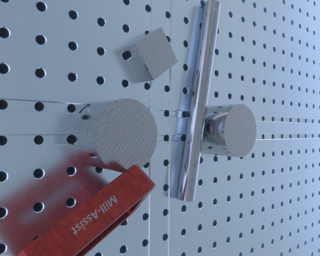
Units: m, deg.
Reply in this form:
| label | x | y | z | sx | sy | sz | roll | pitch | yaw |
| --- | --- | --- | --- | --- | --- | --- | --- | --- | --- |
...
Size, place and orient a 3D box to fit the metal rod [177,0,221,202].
| label | x | y | z | sx | sy | sz | roll | pitch | yaw |
| --- | --- | --- | --- | --- | --- | --- | --- | --- | --- |
| metal rod | 0.059 | -0.044 | 0.458 | 0.025 | 0.025 | 0.298 | 15 | 81 | -39 |

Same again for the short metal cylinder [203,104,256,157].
| label | x | y | z | sx | sy | sz | roll | pitch | yaw |
| --- | --- | --- | --- | --- | --- | --- | --- | --- | --- |
| short metal cylinder | 0.105 | 0.004 | 0.481 | 0.081 | 0.050 | 0.079 | 0 | 90 | -40 |

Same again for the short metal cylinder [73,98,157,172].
| label | x | y | z | sx | sy | sz | roll | pitch | yaw |
| --- | --- | --- | --- | --- | --- | --- | --- | --- | --- |
| short metal cylinder | -0.050 | 0.008 | 0.351 | 0.081 | 0.050 | 0.079 | 0 | 90 | -40 |

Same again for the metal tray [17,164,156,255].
| label | x | y | z | sx | sy | sz | roll | pitch | yaw |
| --- | --- | --- | --- | --- | --- | --- | --- | --- | --- |
| metal tray | -0.070 | 0.099 | 0.308 | 0.030 | 0.089 | 0.131 | 46 | 55 | 12 |

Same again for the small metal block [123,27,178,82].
| label | x | y | z | sx | sy | sz | roll | pitch | yaw |
| --- | --- | --- | --- | --- | --- | --- | --- | --- | --- |
| small metal block | -0.011 | -0.094 | 0.400 | 0.050 | 0.025 | 0.050 | -42 | 116 | -32 |
